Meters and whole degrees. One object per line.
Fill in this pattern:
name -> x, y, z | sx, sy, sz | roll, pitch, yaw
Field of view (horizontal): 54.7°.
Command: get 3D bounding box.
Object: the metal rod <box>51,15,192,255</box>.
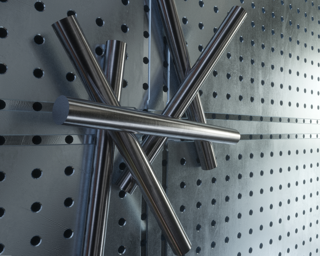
metal rod -> -0.033, 0.023, 0.347 | 0.025, 0.025, 0.299 | -38, 111, -34

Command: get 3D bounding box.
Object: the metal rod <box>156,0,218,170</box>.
metal rod -> 0.035, -0.080, 0.440 | 0.025, 0.025, 0.298 | -27, 107, -37

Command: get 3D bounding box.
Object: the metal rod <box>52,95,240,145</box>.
metal rod -> 0.016, -0.001, 0.370 | 0.302, 0.025, 0.025 | 8, 85, -49

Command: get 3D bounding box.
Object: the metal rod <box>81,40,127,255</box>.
metal rod -> -0.066, 0.048, 0.355 | 0.025, 0.025, 0.298 | 10, 84, -40

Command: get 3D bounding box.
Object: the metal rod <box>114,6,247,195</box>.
metal rod -> 0.035, -0.047, 0.412 | 0.025, 0.025, 0.300 | 43, 73, -32
